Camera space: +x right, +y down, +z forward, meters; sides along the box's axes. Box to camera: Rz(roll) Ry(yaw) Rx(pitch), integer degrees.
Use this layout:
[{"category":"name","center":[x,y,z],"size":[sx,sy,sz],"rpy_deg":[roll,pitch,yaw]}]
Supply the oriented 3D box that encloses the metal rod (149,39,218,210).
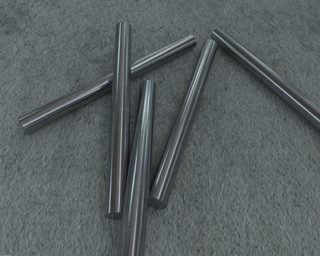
[{"category":"metal rod","center":[0.040,-0.028,0.426],"size":[0.025,0.025,0.300],"rpy_deg":[14,51,11]}]

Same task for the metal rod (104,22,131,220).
[{"category":"metal rod","center":[-0.051,-0.033,0.407],"size":[0.025,0.025,0.299],"rpy_deg":[-2,57,-2]}]

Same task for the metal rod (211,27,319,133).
[{"category":"metal rod","center":[0.174,-0.065,0.458],"size":[0.025,0.025,0.300],"rpy_deg":[-24,54,-19]}]

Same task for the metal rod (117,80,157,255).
[{"category":"metal rod","center":[-0.023,0.045,0.347],"size":[0.025,0.025,0.300],"rpy_deg":[2,45,1]}]

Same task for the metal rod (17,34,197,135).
[{"category":"metal rod","center":[-0.063,-0.075,0.465],"size":[0.302,0.025,0.025],"rpy_deg":[-32,57,-24]}]
